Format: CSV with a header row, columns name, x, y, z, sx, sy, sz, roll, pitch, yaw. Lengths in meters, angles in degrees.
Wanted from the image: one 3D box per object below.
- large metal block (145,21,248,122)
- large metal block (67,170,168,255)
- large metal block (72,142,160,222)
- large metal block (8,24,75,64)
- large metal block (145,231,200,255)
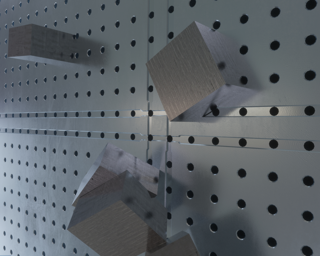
name,x,y,z,sx,sy,sz,roll,pitch,yaw
large metal block,0.040,-0.061,0.361,0.080,0.050,0.080,-34,69,35
large metal block,-0.048,0.110,0.374,0.080,0.050,0.080,-32,114,20
large metal block,-0.058,0.079,0.414,0.080,0.080,0.050,-52,16,27
large metal block,-0.209,-0.145,0.548,0.080,0.081,0.050,8,95,40
large metal block,0.025,0.164,0.341,0.050,0.080,0.080,-25,76,-8
